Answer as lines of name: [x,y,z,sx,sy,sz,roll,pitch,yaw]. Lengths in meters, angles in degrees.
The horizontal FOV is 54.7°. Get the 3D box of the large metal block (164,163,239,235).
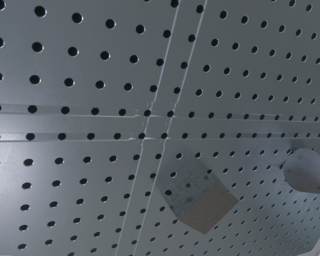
large metal block: [0.068,0.117,0.504,0.080,0.050,0.080,-46,129,4]

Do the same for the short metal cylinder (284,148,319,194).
short metal cylinder: [0.282,0.081,0.580,0.050,0.080,0.080,14,111,-34]
